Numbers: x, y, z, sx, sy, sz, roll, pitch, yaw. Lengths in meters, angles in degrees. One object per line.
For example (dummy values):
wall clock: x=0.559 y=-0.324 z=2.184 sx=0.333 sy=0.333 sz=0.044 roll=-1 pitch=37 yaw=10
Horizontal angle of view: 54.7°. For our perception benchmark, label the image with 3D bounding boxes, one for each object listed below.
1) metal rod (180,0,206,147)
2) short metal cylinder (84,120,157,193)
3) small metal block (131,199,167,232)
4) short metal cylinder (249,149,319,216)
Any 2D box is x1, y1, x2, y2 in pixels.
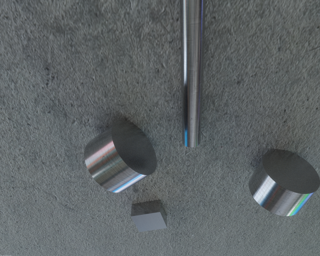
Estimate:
metal rod: x=0.034 y=-0.095 z=0.326 sx=0.025 sy=0.025 sz=0.298 roll=-3 pitch=130 yaw=2
short metal cylinder: x=-0.050 y=0.036 z=0.401 sx=0.050 sy=0.080 sz=0.080 roll=-35 pitch=122 yaw=25
small metal block: x=-0.018 y=0.153 z=0.537 sx=0.050 sy=0.025 sz=0.050 roll=-11 pitch=130 yaw=9
short metal cylinder: x=0.174 y=0.076 z=0.439 sx=0.081 sy=0.080 sz=0.050 roll=8 pitch=130 yaw=-8
